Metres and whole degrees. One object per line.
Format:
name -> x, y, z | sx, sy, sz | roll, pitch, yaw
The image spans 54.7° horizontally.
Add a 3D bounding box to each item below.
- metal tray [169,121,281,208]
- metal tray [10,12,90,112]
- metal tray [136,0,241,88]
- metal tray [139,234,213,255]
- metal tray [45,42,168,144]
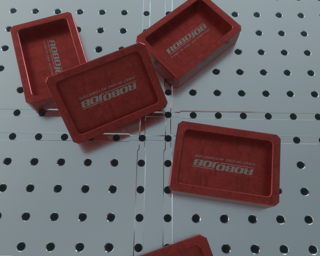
metal tray -> 0.082, 0.046, 0.393 | 0.131, 0.030, 0.090 | 8, 70, 2
metal tray -> -0.152, -0.096, 0.442 | 0.091, 0.030, 0.130 | -18, 71, -7
metal tray -> 0.042, -0.131, 0.457 | 0.130, 0.030, 0.090 | -39, 75, -14
metal tray -> 0.003, 0.183, 0.342 | 0.131, 0.030, 0.090 | -18, 71, -7
metal tray -> -0.067, -0.046, 0.403 | 0.131, 0.030, 0.090 | -24, 102, -9
